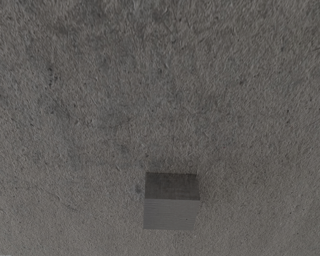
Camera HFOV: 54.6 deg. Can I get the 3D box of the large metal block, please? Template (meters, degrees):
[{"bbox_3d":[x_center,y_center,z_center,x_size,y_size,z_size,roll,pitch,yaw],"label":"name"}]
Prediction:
[{"bbox_3d":[0.016,0.117,0.490,0.080,0.050,0.080,3,130,-3],"label":"large metal block"}]
